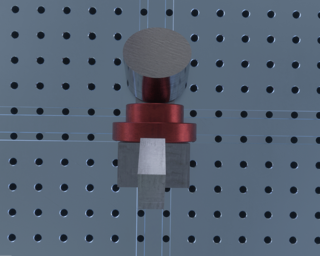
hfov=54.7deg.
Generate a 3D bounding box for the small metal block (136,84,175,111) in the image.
[{"bbox_3d":[-0.006,-0.031,0.412,0.050,0.025,0.050,1,90,-1],"label":"small metal block"}]

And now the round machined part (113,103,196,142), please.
[{"bbox_3d":[-0.006,-0.007,0.366,0.099,0.098,0.042,1,90,-1],"label":"round machined part"}]

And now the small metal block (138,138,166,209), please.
[{"bbox_3d":[-0.008,0.045,0.310,0.025,0.050,0.050,1,128,-1],"label":"small metal block"}]

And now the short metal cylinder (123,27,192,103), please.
[{"bbox_3d":[-0.004,-0.077,0.384,0.081,0.050,0.080,1,60,-1],"label":"short metal cylinder"}]

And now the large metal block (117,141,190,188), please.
[{"bbox_3d":[-0.007,0.041,0.385,0.081,0.080,0.050,1,90,-1],"label":"large metal block"}]
